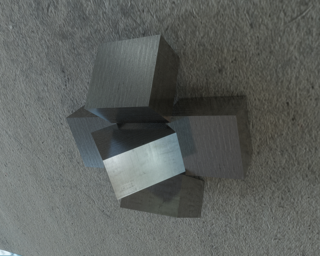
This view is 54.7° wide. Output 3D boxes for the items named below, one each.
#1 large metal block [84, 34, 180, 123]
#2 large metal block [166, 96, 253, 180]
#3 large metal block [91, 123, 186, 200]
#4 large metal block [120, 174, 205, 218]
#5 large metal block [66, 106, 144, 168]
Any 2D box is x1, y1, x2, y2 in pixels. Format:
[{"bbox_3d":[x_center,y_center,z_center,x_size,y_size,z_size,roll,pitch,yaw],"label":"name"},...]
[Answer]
[{"bbox_3d":[-0.029,-0.051,0.348,0.080,0.080,0.050,0,162,28],"label":"large metal block"},{"bbox_3d":[0.059,0.010,0.363,0.080,0.050,0.080,0,119,28],"label":"large metal block"},{"bbox_3d":[-0.028,0.027,0.360,0.080,0.081,0.050,-137,29,-61],"label":"large metal block"},{"bbox_3d":[0.006,0.088,0.415,0.080,0.080,0.050,2,76,28],"label":"large metal block"},{"bbox_3d":[-0.072,0.009,0.434,0.080,0.050,0.080,0,118,28],"label":"large metal block"}]
